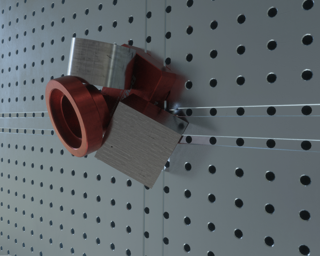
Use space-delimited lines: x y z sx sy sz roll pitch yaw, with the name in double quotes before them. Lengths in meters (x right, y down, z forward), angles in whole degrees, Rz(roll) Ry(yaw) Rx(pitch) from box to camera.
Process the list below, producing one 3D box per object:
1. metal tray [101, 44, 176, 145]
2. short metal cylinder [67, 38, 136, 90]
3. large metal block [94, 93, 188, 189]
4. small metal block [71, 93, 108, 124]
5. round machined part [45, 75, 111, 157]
"metal tray" -0.043 -0.041 0.440 0.090 0.030 0.129 42 115 31
"short metal cylinder" -0.074 -0.080 0.392 0.080 0.081 0.050 17 101 38
"large metal block" -0.022 0.015 0.386 0.080 0.050 0.079 29 111 3
"small metal block" -0.106 -0.027 0.437 0.025 0.050 0.050 24 105 37
"round machined part" -0.097 -0.017 0.379 0.098 0.042 0.097 28 130 40
